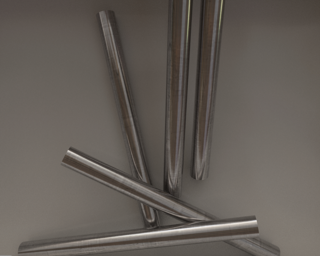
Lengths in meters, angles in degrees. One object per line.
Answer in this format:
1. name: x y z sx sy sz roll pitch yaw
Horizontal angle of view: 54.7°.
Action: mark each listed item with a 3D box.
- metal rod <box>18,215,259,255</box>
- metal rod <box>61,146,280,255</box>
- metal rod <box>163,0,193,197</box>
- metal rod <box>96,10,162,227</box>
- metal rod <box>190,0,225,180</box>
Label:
1. metal rod: -0.034 0.139 0.385 0.301 0.025 0.025 -9 90 9
2. metal rod: 0.020 0.101 0.391 0.301 0.025 0.025 27 90 -9
3. metal rod: 0.019 -0.048 0.352 0.025 0.025 0.298 1 114 0
4. metal rod: -0.040 -0.005 0.410 0.025 0.025 0.298 -13 90 0
5. metal rod: 0.054 -0.071 0.348 0.025 0.025 0.298 0 117 0
